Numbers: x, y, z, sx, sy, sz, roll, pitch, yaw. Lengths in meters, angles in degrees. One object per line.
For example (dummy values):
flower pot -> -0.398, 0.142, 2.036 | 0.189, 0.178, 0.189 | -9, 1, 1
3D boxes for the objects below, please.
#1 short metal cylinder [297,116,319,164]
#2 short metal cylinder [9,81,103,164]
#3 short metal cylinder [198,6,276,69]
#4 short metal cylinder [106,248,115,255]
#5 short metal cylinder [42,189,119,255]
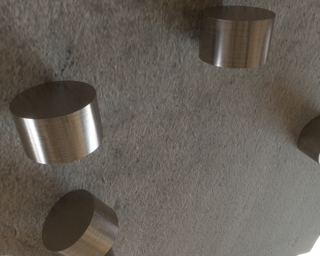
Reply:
short metal cylinder -> 0.306, 0.024, 0.576 | 0.081, 0.050, 0.079 | -14, 125, -21
short metal cylinder -> -0.101, -0.008, 0.312 | 0.081, 0.080, 0.050 | -16, 125, -20
short metal cylinder -> 0.086, -0.106, 0.354 | 0.081, 0.080, 0.050 | -14, 125, -21
short metal cylinder -> -0.105, 0.210, 0.464 | 0.081, 0.050, 0.079 | -14, 125, -21
short metal cylinder -> -0.101, 0.126, 0.395 | 0.080, 0.080, 0.050 | -40, 130, -2
